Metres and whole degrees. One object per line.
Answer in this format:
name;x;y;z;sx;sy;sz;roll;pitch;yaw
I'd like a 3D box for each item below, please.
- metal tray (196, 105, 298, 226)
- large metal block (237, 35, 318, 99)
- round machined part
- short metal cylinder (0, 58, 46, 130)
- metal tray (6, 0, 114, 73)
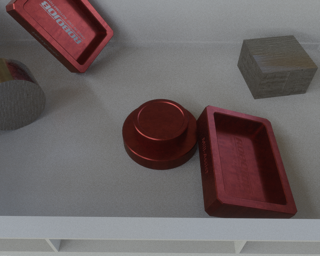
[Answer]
metal tray;0.093;0.038;0.353;0.091;0.030;0.130;12;49;-14
large metal block;0.173;-0.093;0.470;0.081;0.050;0.080;-7;50;-6
round machined part;0.001;0.001;0.393;0.099;0.042;0.098;0;50;0
short metal cylinder;-0.198;-0.043;0.403;0.081;0.080;0.050;-27;55;-21
metal tray;-0.139;-0.155;0.452;0.030;0.130;0.090;13;65;46
